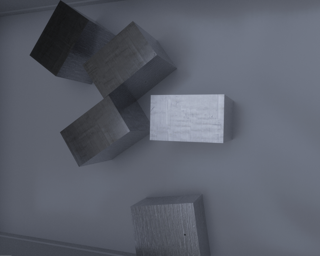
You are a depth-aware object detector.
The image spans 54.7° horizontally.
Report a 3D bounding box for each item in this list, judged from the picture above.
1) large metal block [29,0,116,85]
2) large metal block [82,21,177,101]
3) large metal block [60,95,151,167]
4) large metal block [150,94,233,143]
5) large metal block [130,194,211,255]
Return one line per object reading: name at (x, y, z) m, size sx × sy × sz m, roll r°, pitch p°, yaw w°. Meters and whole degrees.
large metal block at (-0.112, -0.111, 0.419) m, size 0.050 × 0.080 × 0.080 m, roll 38°, pitch 102°, yaw 16°
large metal block at (-0.035, -0.077, 0.392) m, size 0.080 × 0.080 × 0.050 m, roll -37°, pitch 79°, yaw 15°
large metal block at (-0.065, 0.004, 0.403) m, size 0.080 × 0.080 × 0.050 m, roll -35°, pitch 79°, yaw 16°
large metal block at (0.041, -0.011, 0.366) m, size 0.080 × 0.080 × 0.050 m, roll 2°, pitch 91°, yaw 19°
large metal block at (0.014, 0.131, 0.391) m, size 0.080 × 0.050 × 0.080 m, roll -8°, pitch 87°, yaw 19°
